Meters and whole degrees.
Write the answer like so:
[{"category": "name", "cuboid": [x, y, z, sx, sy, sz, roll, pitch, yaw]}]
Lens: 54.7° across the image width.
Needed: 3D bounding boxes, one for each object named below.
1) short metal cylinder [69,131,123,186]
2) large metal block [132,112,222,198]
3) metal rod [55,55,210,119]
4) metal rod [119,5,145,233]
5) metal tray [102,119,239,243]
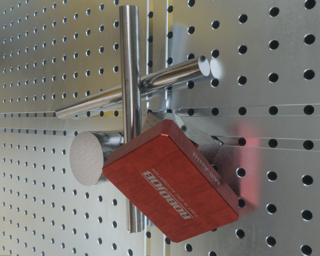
[{"category": "short metal cylinder", "cuboid": [-0.092, 0.044, 0.469, 0.080, 0.050, 0.079, 0, 90, 40]}, {"category": "large metal block", "cuboid": [0.016, 0.034, 0.380, 0.080, 0.050, 0.079, 35, 111, 34]}, {"category": "metal rod", "cuboid": [-0.062, -0.051, 0.460, 0.300, 0.025, 0.025, -11, 83, 39]}, {"category": "metal rod", "cuboid": [-0.037, -0.005, 0.414, 0.025, 0.025, 0.298, 7, 102, 40]}, {"category": "metal tray", "cuboid": [0.013, 0.063, 0.337, 0.090, 0.030, 0.130, -32, 111, 26]}]
